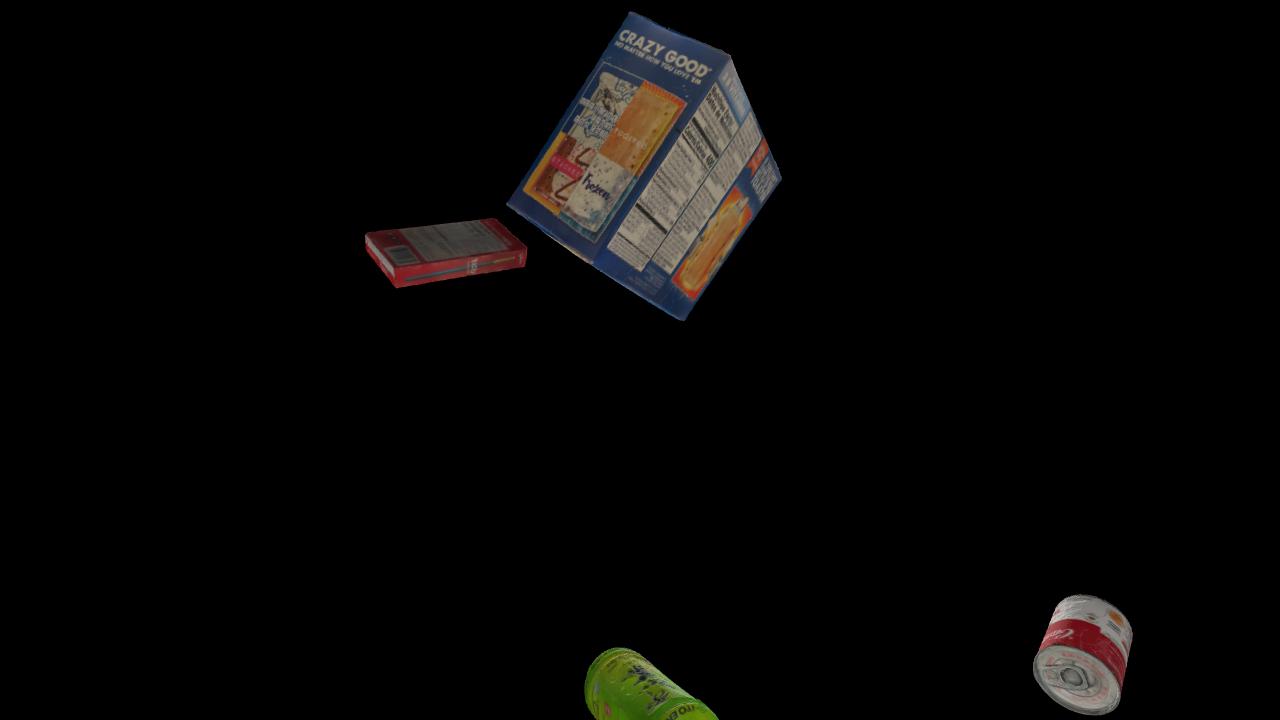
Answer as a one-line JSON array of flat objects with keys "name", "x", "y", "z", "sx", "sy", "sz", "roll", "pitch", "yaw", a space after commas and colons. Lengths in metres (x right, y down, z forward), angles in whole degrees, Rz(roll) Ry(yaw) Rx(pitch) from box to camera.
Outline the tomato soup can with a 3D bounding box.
[{"name": "tomato soup can", "x": 0.433, "y": 0.282, "z": 0.599, "sx": 0.068, "sy": 0.068, "sz": 0.101, "roll": 0, "pitch": 13, "yaw": 45}]

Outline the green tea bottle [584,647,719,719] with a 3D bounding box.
[{"name": "green tea bottle", "x": 0.019, "y": 0.300, "z": 0.504, "sx": 0.073, "sy": 0.073, "sz": 0.212, "roll": 0, "pitch": -8, "yaw": -26}]

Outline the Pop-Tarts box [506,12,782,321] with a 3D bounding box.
[{"name": "Pop-Tarts box", "x": 0.014, "y": -0.120, "z": 0.433, "sx": 0.083, "sy": 0.141, "sz": 0.167, "roll": 37, "pitch": 7, "yaw": 23}]

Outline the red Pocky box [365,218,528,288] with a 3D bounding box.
[{"name": "red Pocky box", "x": -0.212, "y": -0.121, "z": 0.684, "sx": 0.155, "sy": 0.028, "sz": 0.083, "roll": -17, "pitch": 45, "yaw": -36}]
